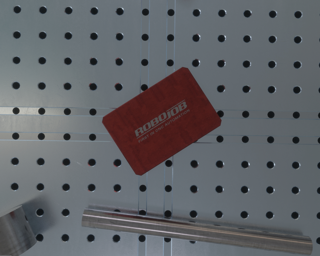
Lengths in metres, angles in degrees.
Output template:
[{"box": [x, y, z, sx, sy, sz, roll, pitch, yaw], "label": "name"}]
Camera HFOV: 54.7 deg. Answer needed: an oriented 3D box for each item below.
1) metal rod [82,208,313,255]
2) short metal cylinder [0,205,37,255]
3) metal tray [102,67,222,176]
[{"box": [0.049, 0.138, 0.413, 0.302, 0.025, 0.025, 7, 90, 0], "label": "metal rod"}, {"box": [-0.203, 0.137, 0.384, 0.080, 0.080, 0.050, -22, 90, 0], "label": "short metal cylinder"}, {"box": [0.002, -0.009, 0.411, 0.130, 0.030, 0.090, -33, 90, 0], "label": "metal tray"}]
